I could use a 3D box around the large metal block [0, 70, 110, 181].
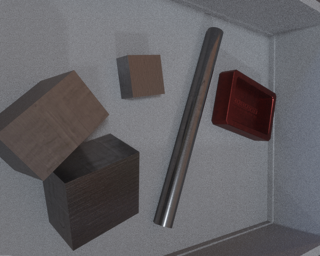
[{"bbox_3d":[-0.107,-0.004,0.282,0.080,0.080,0.050,-50,120,-28],"label":"large metal block"}]

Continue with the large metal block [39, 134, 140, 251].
[{"bbox_3d":[-0.069,0.062,0.318,0.081,0.050,0.079,-21,125,-38],"label":"large metal block"}]

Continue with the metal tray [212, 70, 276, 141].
[{"bbox_3d":[0.148,-0.034,0.529,0.131,0.030,0.090,18,78,-39],"label":"metal tray"}]

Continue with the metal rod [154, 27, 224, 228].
[{"bbox_3d":[0.045,-0.010,0.446,0.025,0.025,0.299,27,73,-37],"label":"metal rod"}]

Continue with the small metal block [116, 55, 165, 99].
[{"bbox_3d":[-0.024,-0.065,0.388,0.050,0.025,0.050,-12,98,-40],"label":"small metal block"}]
